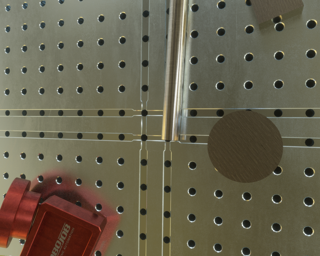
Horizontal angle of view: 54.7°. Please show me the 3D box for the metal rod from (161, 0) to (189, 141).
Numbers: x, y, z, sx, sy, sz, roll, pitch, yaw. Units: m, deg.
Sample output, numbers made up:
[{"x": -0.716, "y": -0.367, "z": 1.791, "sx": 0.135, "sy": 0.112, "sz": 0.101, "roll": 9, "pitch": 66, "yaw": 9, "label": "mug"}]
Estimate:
[{"x": 0.023, "y": -0.133, "z": 0.403, "sx": 0.025, "sy": 0.025, "sz": 0.298, "roll": 4, "pitch": 91, "yaw": 19, "label": "metal rod"}]

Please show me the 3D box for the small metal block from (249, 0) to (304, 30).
[{"x": 0.134, "y": -0.152, "z": 0.365, "sx": 0.050, "sy": 0.025, "sz": 0.050, "roll": -19, "pitch": 84, "yaw": 18, "label": "small metal block"}]

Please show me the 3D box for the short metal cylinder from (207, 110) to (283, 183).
[{"x": 0.101, "y": 0.020, "z": 0.364, "sx": 0.080, "sy": 0.050, "sz": 0.079, "roll": 0, "pitch": 90, "yaw": 19, "label": "short metal cylinder"}]

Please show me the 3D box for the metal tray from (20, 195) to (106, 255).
[{"x": -0.145, "y": 0.174, "z": 0.446, "sx": 0.090, "sy": 0.030, "sz": 0.129, "roll": 25, "pitch": 98, "yaw": 1, "label": "metal tray"}]

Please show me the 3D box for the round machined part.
[{"x": -0.205, "y": 0.125, "z": 0.453, "sx": 0.042, "sy": 0.098, "sz": 0.097, "roll": 18, "pitch": 97, "yaw": -15, "label": "round machined part"}]
